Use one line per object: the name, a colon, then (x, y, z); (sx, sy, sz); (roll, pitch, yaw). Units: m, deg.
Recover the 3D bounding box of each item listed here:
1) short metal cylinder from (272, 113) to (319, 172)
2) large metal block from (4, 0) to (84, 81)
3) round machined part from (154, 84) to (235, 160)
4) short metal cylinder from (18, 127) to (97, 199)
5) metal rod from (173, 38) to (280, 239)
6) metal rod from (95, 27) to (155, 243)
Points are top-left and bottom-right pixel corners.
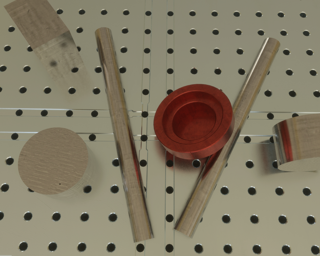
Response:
short metal cylinder: (0.182, 0.020, 0.376); (0.081, 0.080, 0.050); (-1, 70, -1)
large metal block: (-0.156, -0.125, 0.427); (0.050, 0.080, 0.080); (-34, 74, -11)
round machined part: (0.045, -0.004, 0.393); (0.098, 0.042, 0.098); (-10, 58, 16)
short metal cylinder: (-0.123, 0.045, 0.381); (0.081, 0.050, 0.080); (0, 70, 0)
metal rod: (0.096, 0.000, 0.412); (0.025, 0.025, 0.300); (26, 72, 9)
metal rod: (-0.052, -0.005, 0.413); (0.025, 0.025, 0.299); (-12, 70, -4)
